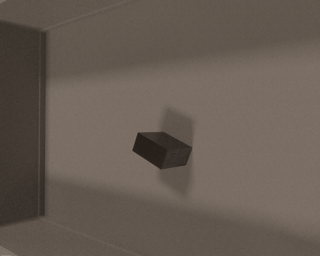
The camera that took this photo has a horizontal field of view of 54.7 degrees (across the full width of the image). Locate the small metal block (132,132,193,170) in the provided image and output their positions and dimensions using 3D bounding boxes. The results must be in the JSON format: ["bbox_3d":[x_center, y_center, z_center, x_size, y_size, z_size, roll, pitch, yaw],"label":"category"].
[{"bbox_3d":[0.003,0.026,0.386,0.050,0.050,0.025,29,108,36],"label":"small metal block"}]
